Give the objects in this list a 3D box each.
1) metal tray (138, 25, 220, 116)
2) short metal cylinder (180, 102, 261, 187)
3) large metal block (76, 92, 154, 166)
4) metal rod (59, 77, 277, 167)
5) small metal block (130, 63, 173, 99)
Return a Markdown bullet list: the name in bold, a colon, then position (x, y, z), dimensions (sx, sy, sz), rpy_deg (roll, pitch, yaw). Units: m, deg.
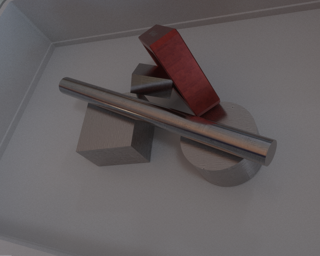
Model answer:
- **metal tray**: position (0.018, -0.073, 0.365), dimensions (0.030, 0.090, 0.130), rpy_deg (-35, 22, 4)
- **short metal cylinder**: position (0.069, 0.018, 0.340), dimensions (0.080, 0.050, 0.080), rpy_deg (-13, 56, 20)
- **large metal block**: position (-0.056, 0.002, 0.415), dimensions (0.080, 0.050, 0.080), rpy_deg (-7, 59, 24)
- **metal rod**: position (-0.018, -0.019, 0.358), dimensions (0.300, 0.025, 0.025), rpy_deg (20, 72, 35)
- **small metal block**: position (-0.008, -0.062, 0.401), dimensions (0.050, 0.025, 0.050), rpy_deg (9, 27, 3)
